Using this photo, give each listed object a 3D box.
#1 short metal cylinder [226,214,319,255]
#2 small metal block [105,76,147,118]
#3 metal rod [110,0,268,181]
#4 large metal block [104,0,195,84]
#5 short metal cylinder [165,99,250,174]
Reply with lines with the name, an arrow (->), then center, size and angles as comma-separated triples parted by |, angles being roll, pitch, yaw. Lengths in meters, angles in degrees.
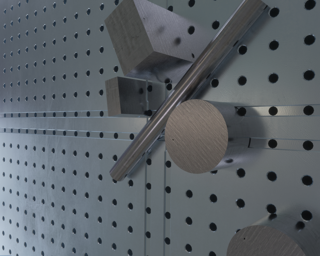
short metal cylinder -> 0.113, 0.129, 0.300 | 0.080, 0.050, 0.079 | 0, 90, 40
small metal block -> -0.047, -0.042, 0.432 | 0.025, 0.050, 0.050 | -10, 84, 39
metal rod -> 0.020, -0.033, 0.392 | 0.298, 0.025, 0.025 | -51, 60, 28
large metal block -> -0.011, -0.106, 0.383 | 0.050, 0.081, 0.080 | -33, 70, 35
short metal cylinder -> 0.052, 0.009, 0.350 | 0.080, 0.050, 0.079 | 0, 90, 40
